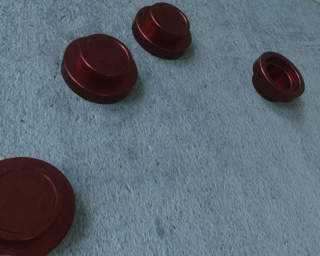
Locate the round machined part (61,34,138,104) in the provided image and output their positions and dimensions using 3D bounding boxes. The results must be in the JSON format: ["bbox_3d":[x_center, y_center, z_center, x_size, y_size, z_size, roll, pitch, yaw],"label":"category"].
[{"bbox_3d":[-0.074,-0.083,0.403,0.099,0.042,0.098,14,56,-21],"label":"round machined part"}]

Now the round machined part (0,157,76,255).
[{"bbox_3d":[-0.126,0.071,0.282,0.099,0.042,0.098,14,56,-21],"label":"round machined part"}]

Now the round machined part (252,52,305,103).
[{"bbox_3d":[0.206,-0.086,0.556,0.099,0.042,0.098,14,56,-21],"label":"round machined part"}]

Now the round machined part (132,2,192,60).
[{"bbox_3d":[0.009,-0.161,0.495,0.099,0.042,0.098,14,56,-21],"label":"round machined part"}]
